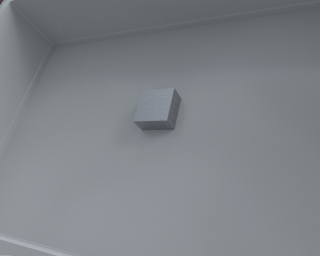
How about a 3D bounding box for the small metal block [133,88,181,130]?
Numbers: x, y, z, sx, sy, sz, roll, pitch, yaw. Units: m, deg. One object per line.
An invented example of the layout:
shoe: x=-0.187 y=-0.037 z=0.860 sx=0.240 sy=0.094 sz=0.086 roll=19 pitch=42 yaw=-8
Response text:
small metal block: x=-0.003 y=-0.025 z=0.422 sx=0.050 sy=0.025 sz=0.050 roll=-1 pitch=61 yaw=27
